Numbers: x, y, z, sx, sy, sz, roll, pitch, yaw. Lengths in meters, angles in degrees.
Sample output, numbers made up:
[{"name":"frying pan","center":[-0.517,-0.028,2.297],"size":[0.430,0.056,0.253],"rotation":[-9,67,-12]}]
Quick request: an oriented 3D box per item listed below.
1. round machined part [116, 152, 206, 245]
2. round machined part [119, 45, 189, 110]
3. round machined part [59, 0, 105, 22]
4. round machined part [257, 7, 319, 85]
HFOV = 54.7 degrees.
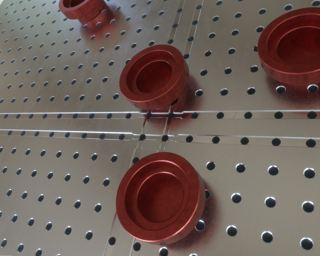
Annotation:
[{"name":"round machined part","center":[0.004,0.080,0.346],"size":[0.098,0.042,0.098],"rotation":[-13,56,20]},{"name":"round machined part","center":[-0.005,-0.067,0.440],"size":[0.098,0.042,0.098],"rotation":[-13,56,20]},{"name":"round machined part","center":[-0.154,-0.258,0.633],"size":[0.098,0.042,0.098],"rotation":[-13,56,20]},{"name":"round machined part","center":[0.169,-0.091,0.364],"size":[0.098,0.042,0.098],"rotation":[-13,56,20]}]
